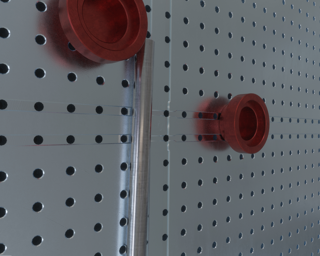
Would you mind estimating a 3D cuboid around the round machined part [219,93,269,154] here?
[{"bbox_3d":[0.136,-0.007,0.513,0.099,0.042,0.097,0,90,-40],"label":"round machined part"}]

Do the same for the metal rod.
[{"bbox_3d":[-0.025,0.039,0.388,0.025,0.025,0.298,4,88,-40],"label":"metal rod"}]

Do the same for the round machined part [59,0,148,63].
[{"bbox_3d":[-0.065,-0.120,0.344,0.099,0.042,0.097,0,90,-40],"label":"round machined part"}]
